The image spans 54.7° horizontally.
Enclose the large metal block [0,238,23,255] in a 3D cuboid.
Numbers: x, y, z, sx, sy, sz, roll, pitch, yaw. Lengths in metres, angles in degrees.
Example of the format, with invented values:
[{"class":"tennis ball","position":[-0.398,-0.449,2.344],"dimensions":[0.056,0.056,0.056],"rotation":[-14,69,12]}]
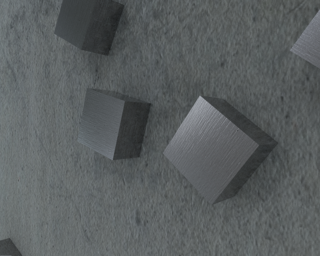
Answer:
[{"class":"large metal block","position":[-0.337,0.299,0.662],"dimensions":[0.080,0.050,0.079],"rotation":[29,108,36]}]

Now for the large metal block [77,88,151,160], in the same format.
[{"class":"large metal block","position":[-0.067,-0.007,0.441],"dimensions":[0.080,0.050,0.079],"rotation":[21,103,37]}]

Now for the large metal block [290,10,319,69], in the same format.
[{"class":"large metal block","position":[0.170,-0.073,0.248],"dimensions":[0.080,0.050,0.080],"rotation":[45,117,30]}]

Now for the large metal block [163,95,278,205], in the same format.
[{"class":"large metal block","position":[0.063,0.022,0.336],"dimensions":[0.080,0.050,0.080],"rotation":[45,117,30]}]

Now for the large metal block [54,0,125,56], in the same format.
[{"class":"large metal block","position":[-0.111,-0.167,0.478],"dimensions":[0.080,0.050,0.079],"rotation":[34,111,34]}]
